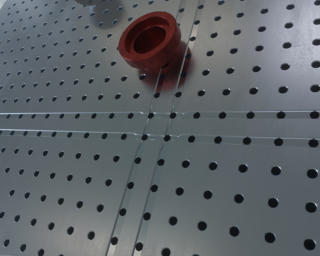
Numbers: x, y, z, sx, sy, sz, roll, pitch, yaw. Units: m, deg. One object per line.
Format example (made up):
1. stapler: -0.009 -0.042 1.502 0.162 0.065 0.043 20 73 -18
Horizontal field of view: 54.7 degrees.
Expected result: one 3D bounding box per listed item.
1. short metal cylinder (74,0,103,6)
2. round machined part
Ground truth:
1. short metal cylinder: -0.151 -0.302 0.638 0.080 0.080 0.050 -25 53 12
2. round machined part: -0.012 -0.131 0.484 0.098 0.042 0.098 -13 56 21
